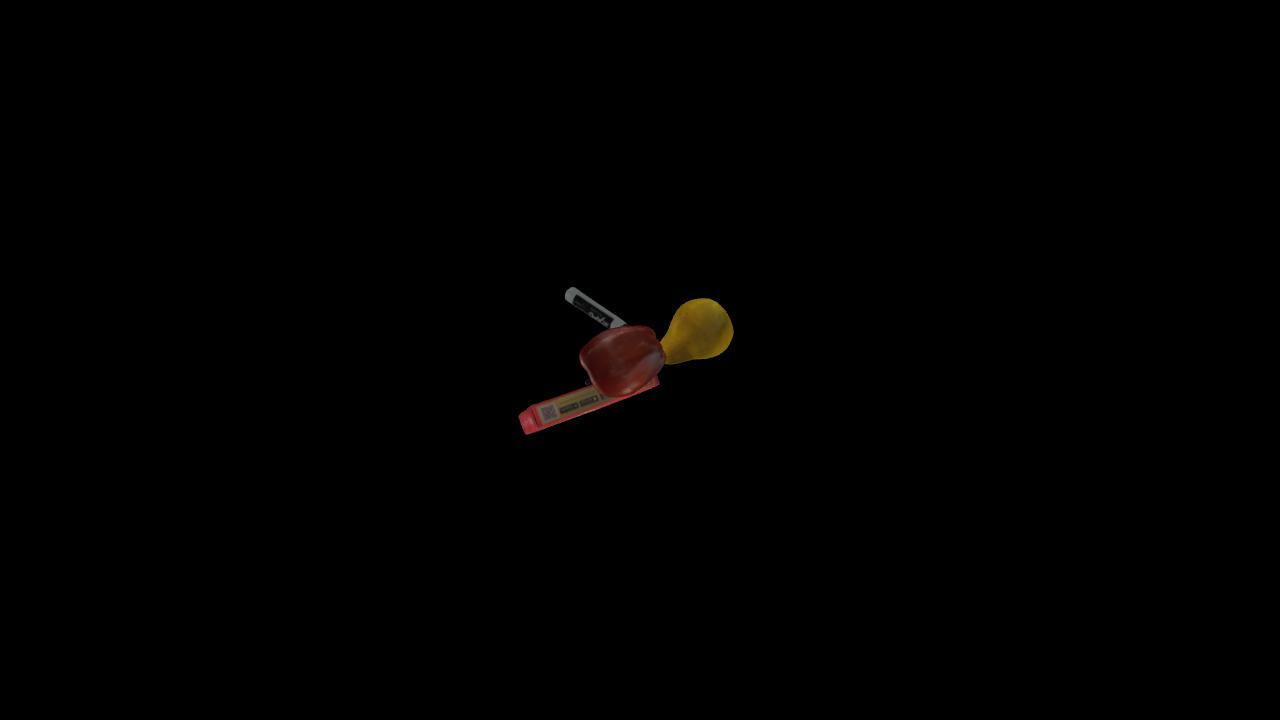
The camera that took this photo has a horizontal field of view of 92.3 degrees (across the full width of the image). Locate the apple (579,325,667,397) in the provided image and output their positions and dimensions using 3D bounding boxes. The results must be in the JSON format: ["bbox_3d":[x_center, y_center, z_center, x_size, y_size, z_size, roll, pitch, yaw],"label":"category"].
[{"bbox_3d":[-0.020,0.001,0.667,0.093,0.079,0.079,-28,-1,1],"label":"apple"}]

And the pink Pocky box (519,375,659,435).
[{"bbox_3d":[-0.061,0.047,0.723,0.155,0.029,0.084,-19,-4,-23],"label":"pink Pocky box"}]

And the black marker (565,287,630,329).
[{"bbox_3d":[-0.041,-0.050,0.705,0.121,0.020,0.020,35,20,31],"label":"black marker"}]

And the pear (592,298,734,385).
[{"bbox_3d":[0.055,-0.025,0.738,0.111,0.080,0.080,-35,6,-8],"label":"pear"}]
